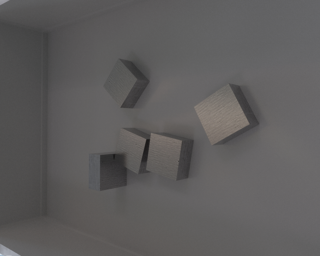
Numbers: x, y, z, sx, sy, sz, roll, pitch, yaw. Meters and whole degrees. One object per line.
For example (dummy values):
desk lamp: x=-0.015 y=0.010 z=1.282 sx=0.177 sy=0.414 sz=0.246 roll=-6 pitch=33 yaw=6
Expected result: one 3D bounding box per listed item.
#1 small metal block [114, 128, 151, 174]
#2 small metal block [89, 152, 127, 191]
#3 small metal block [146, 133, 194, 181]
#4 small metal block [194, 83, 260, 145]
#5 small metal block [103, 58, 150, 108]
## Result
small metal block: x=-0.034 y=0.031 z=0.435 sx=0.050 sy=0.025 sz=0.050 roll=22 pitch=104 yaw=37
small metal block: x=-0.076 y=0.062 z=0.453 sx=0.025 sy=0.050 sz=0.050 roll=1 pitch=91 yaw=40
small metal block: x=0.012 y=0.035 z=0.397 sx=0.050 sy=0.025 sz=0.050 roll=13 pitch=98 yaw=39
small metal block: x=0.073 y=-0.014 z=0.346 sx=0.050 sy=0.025 sz=0.050 roll=-35 pitch=69 yaw=34
small metal block: x=-0.049 y=-0.064 z=0.448 sx=0.050 sy=0.025 sz=0.050 roll=50 pitch=119 yaw=28
